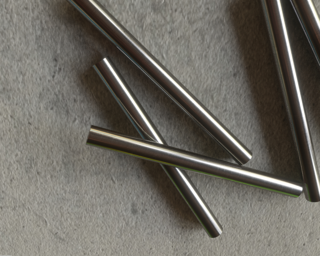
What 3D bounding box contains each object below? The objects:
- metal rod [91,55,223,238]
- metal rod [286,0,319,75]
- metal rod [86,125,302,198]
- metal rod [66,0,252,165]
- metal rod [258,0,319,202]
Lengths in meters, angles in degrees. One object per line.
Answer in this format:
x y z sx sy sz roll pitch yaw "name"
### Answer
0.005 0.037 0.423 0.025 0.025 0.299 -30 108 10 "metal rod"
0.201 -0.088 0.380 0.025 0.025 0.299 -31 108 10 "metal rod"
0.055 0.048 0.408 0.302 0.025 0.025 16 110 -14 "metal rod"
0.009 -0.056 0.389 0.300 0.025 0.025 42 104 -15 "metal rod"
0.173 -0.031 0.400 0.025 0.025 0.298 -19 109 6 "metal rod"
